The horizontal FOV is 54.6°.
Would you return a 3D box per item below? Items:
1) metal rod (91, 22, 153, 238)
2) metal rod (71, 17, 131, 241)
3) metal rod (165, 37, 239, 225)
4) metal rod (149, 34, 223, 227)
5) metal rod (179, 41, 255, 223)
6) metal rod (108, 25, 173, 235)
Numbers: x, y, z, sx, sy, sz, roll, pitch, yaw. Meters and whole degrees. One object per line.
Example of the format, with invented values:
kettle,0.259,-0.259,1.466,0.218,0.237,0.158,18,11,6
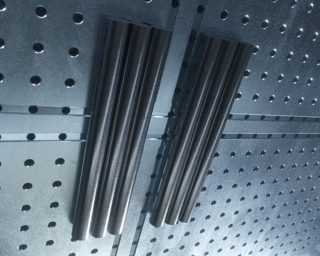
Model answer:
metal rod,-0.055,0.021,0.392,0.025,0.025,0.298,1,118,-29
metal rod,-0.078,0.020,0.380,0.025,0.025,0.298,1,118,-29
metal rod,0.052,0.020,0.450,0.025,0.025,0.298,1,118,-29
metal rod,0.030,0.020,0.438,0.025,0.025,0.298,1,118,-29
metal rod,0.075,0.021,0.463,0.025,0.025,0.298,1,118,-29
metal rod,-0.033,0.021,0.404,0.025,0.025,0.298,1,118,-29
